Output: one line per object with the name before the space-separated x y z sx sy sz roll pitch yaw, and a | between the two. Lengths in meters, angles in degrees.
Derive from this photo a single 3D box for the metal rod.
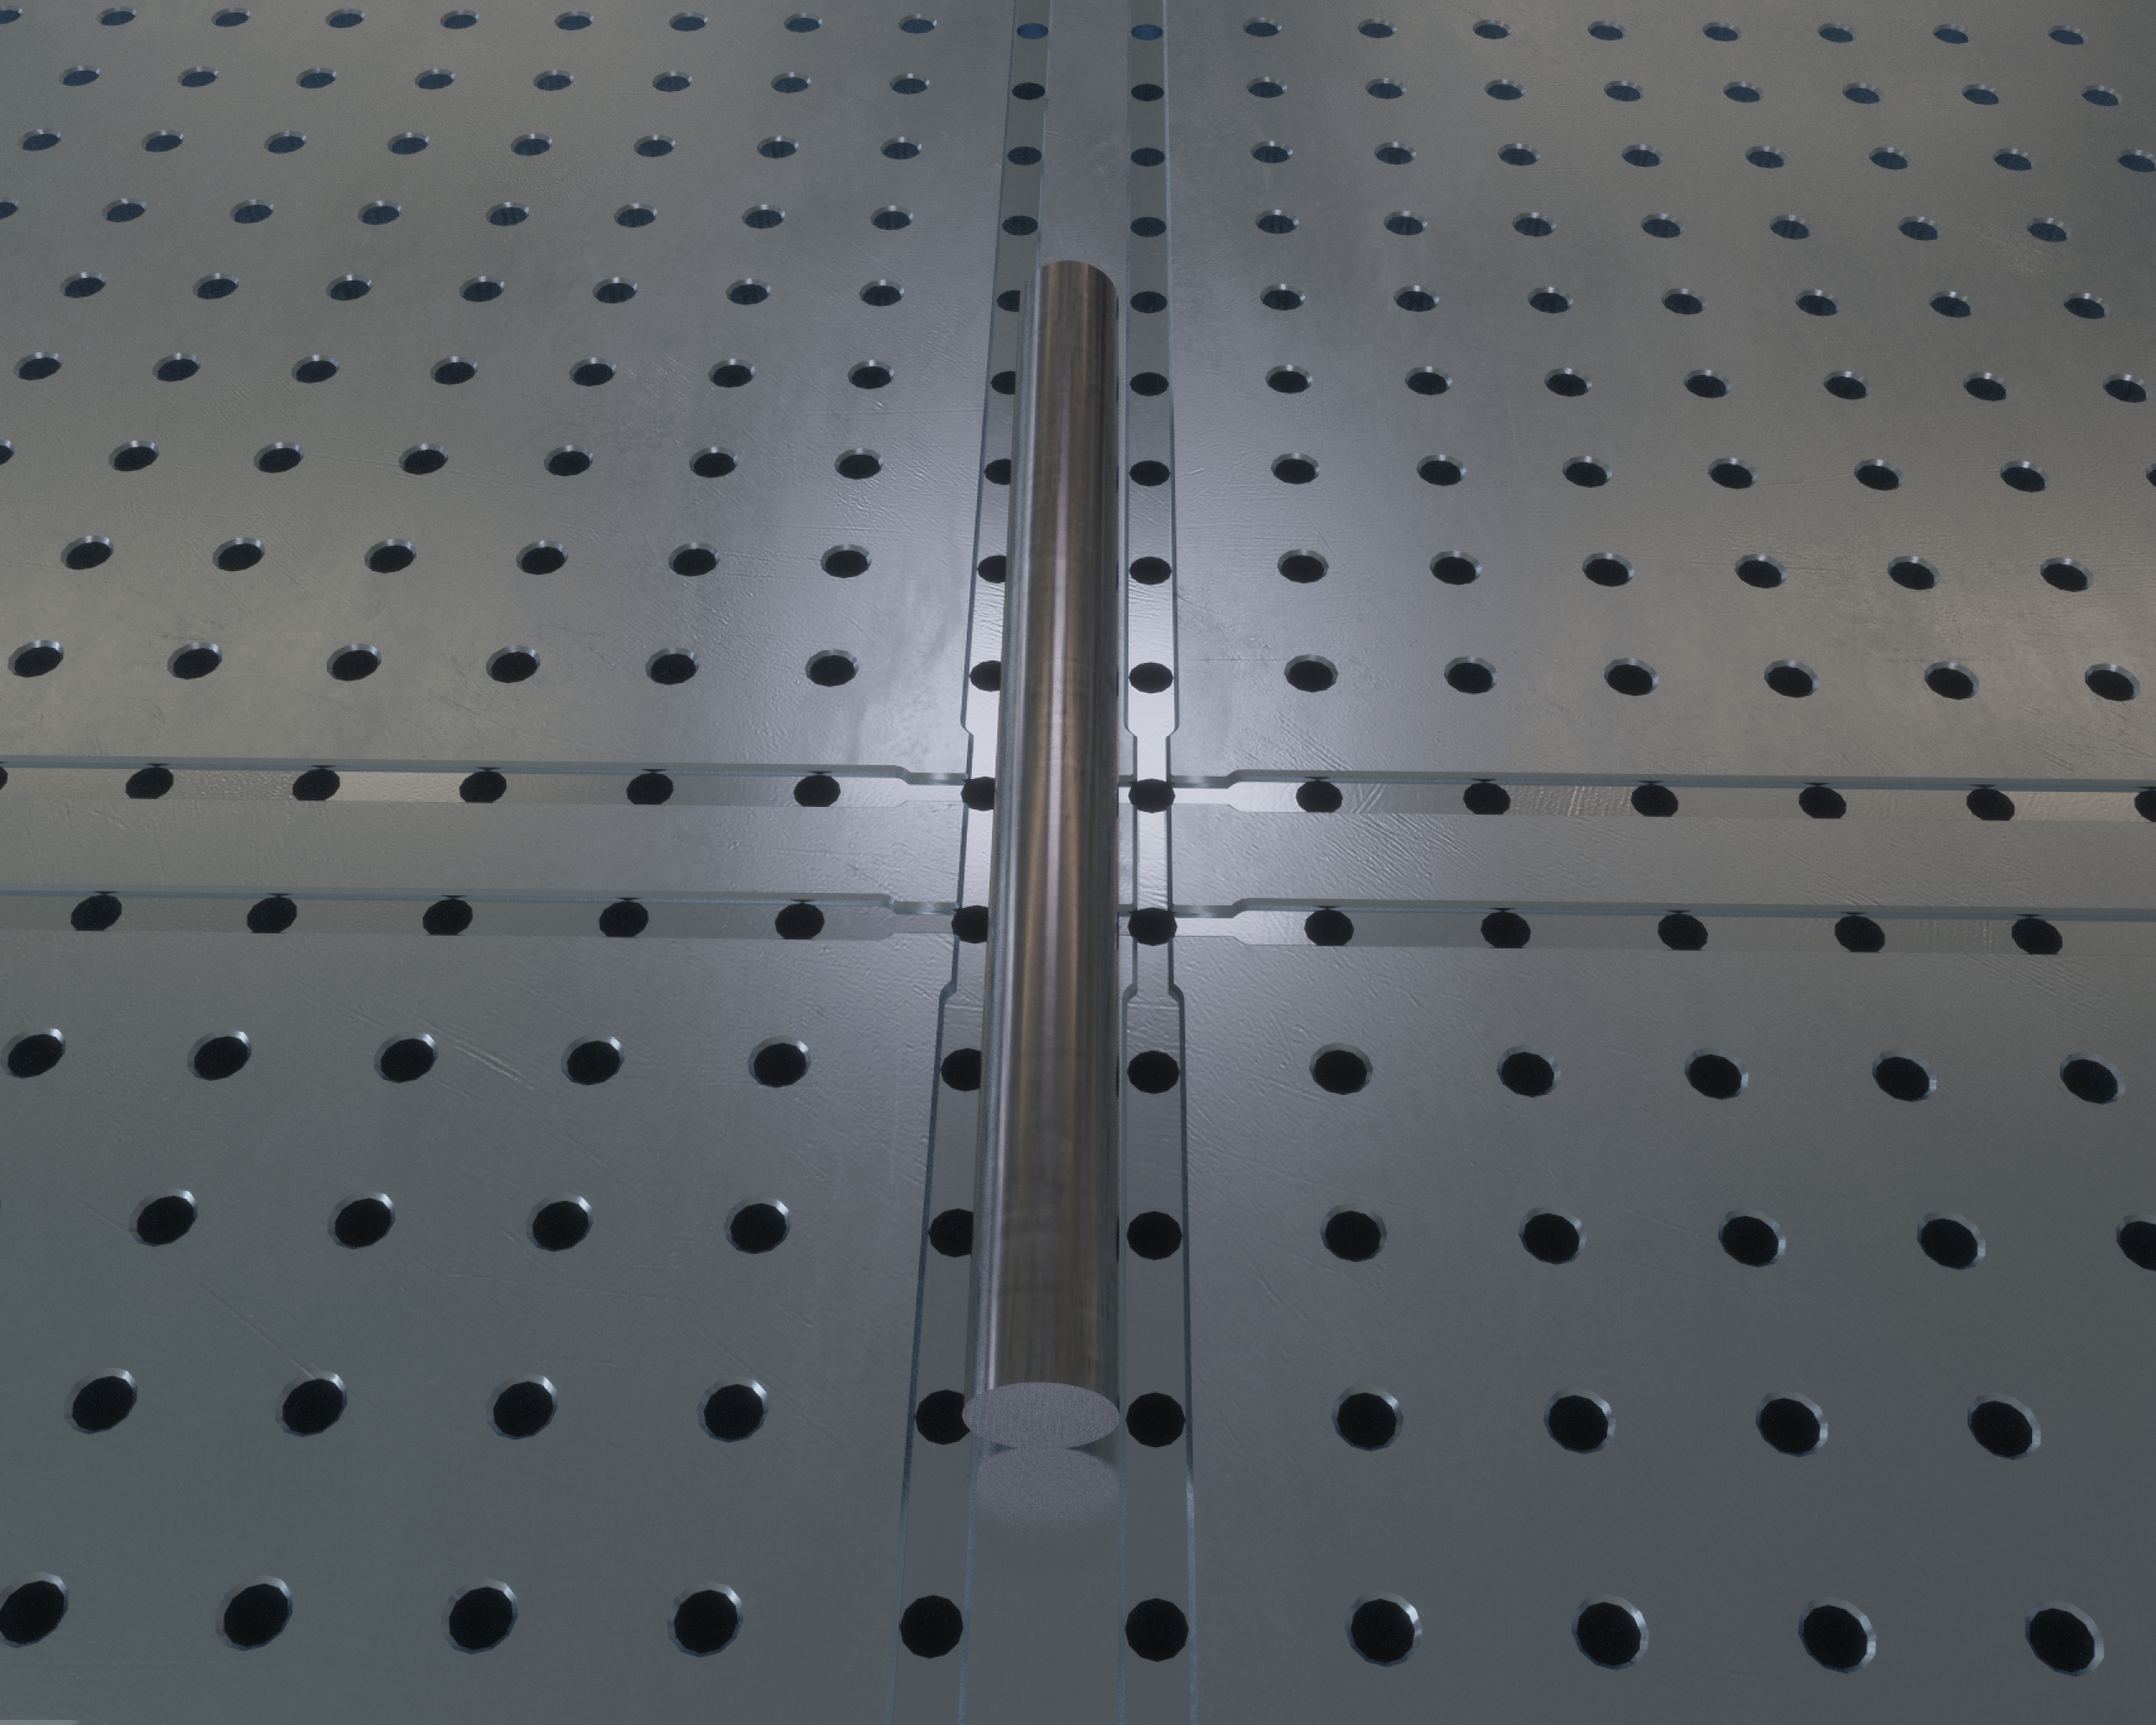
metal rod | -0.004 -0.026 0.430 0.025 0.025 0.300 1 50 0
